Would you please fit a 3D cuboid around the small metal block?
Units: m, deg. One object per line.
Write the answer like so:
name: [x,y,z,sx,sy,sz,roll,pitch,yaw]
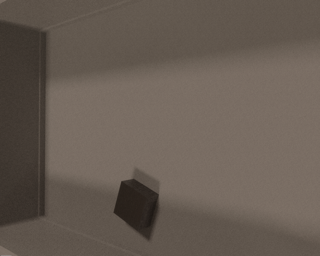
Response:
small metal block: [-0.034,0.106,0.433,0.050,0.025,0.050,24,105,37]
